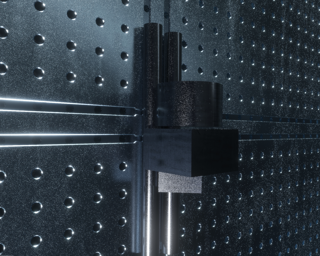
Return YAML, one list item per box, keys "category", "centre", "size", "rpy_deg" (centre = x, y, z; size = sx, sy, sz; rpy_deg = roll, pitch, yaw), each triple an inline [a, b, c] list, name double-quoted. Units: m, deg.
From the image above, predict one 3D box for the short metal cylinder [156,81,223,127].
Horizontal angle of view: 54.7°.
- category: "short metal cylinder"
  centre: [0.036, -0.027, 0.377]
  size: [0.081, 0.080, 0.050]
  rpy_deg: [1, 90, -40]

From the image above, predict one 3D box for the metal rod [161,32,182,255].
- category: "metal rod"
  centre: [0.016, 0.020, 0.426]
  size: [0.025, 0.025, 0.298]
  rpy_deg: [1, 89, -40]

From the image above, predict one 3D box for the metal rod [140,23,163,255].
- category: "metal rod"
  centre: [-0.011, 0.016, 0.403]
  size: [0.025, 0.025, 0.298]
  rpy_deg: [1, 89, -40]

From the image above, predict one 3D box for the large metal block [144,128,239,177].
- category: "large metal block"
  centre: [0.037, 0.026, 0.374]
  size: [0.081, 0.080, 0.050]
  rpy_deg: [0, 90, -40]

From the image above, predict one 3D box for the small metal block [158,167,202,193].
- category: "small metal block"
  centre: [0.026, 0.063, 0.387]
  size: [0.050, 0.050, 0.025]
  rpy_deg: [3, 87, -85]
